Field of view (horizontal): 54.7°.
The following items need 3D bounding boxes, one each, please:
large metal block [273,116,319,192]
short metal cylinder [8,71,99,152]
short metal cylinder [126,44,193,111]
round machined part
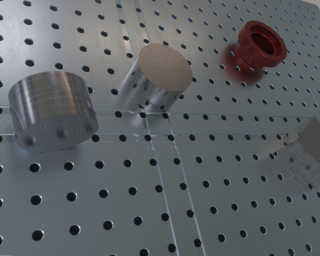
[{"bbox_3d":[0.243,0.040,0.499,0.080,0.050,0.081,49,51,6],"label":"large metal block"},{"bbox_3d":[-0.110,-0.015,0.323,0.081,0.080,0.050,-7,65,-31],"label":"short metal cylinder"},{"bbox_3d":[-0.002,-0.071,0.434,0.081,0.050,0.080,14,56,-21],"label":"short metal cylinder"},{"bbox_3d":[0.190,-0.154,0.593,0.099,0.042,0.098,14,56,-21],"label":"round machined part"}]
